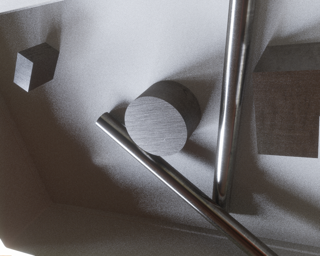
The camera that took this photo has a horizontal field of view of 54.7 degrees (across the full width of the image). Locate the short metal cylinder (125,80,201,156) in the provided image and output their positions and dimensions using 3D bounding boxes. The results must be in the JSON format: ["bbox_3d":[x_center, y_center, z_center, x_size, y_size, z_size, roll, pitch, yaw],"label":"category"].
[{"bbox_3d":[0.004,-0.012,0.382,0.080,0.050,0.079,13,124,20],"label":"short metal cylinder"}]

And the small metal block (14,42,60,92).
[{"bbox_3d":[-0.170,-0.085,0.428,0.025,0.050,0.050,35,129,5],"label":"small metal block"}]

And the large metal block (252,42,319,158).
[{"bbox_3d":[0.122,-0.029,0.291,0.050,0.080,0.079,2,119,27],"label":"large metal block"}]

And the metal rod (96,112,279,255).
[{"bbox_3d":[0.031,0.080,0.415,0.300,0.025,0.025,39,129,11],"label":"metal rod"}]

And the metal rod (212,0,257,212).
[{"bbox_3d":[0.081,0.000,0.364,0.025,0.025,0.298,12,124,21],"label":"metal rod"}]
